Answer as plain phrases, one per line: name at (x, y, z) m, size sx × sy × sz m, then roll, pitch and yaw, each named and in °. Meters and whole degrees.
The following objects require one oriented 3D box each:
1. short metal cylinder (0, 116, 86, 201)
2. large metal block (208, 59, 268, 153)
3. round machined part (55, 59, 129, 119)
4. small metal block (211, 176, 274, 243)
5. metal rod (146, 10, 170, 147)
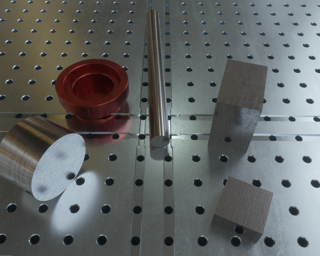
short metal cylinder at (-0.129, 0.033, 0.343) m, size 0.050 × 0.080 × 0.080 m, roll 24°, pitch 54°, yaw 18°
large metal block at (0.099, -0.028, 0.397) m, size 0.050 × 0.080 × 0.080 m, roll 13°, pitch 51°, yaw 10°
round machined part at (-0.093, -0.051, 0.438) m, size 0.099 × 0.042 × 0.098 m, roll 0°, pitch 50°, yaw 0°
small metal block at (0.089, 0.087, 0.336) m, size 0.050 × 0.025 × 0.050 m, roll 20°, pitch 53°, yaw 15°
metal rod at (-0.007, -0.097, 0.489) m, size 0.025 × 0.025 × 0.300 m, roll -2°, pitch 50°, yaw -2°
